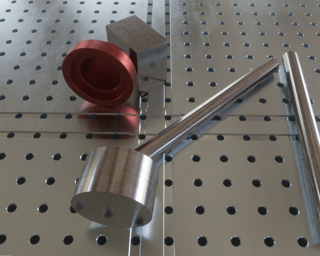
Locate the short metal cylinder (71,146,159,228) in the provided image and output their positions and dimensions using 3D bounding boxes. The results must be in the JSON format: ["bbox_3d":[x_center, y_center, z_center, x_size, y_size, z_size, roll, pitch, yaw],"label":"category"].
[{"bbox_3d":[-0.044,0.063,0.319,0.080,0.080,0.050,6,50,5],"label":"short metal cylinder"}]

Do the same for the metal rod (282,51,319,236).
[{"bbox_3d":[0.195,-0.002,0.411,0.025,0.025,0.300,5,50,4],"label":"metal rod"}]

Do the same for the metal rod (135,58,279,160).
[{"bbox_3d":[0.067,-0.025,0.429,0.302,0.025,0.025,-34,58,-26],"label":"metal rod"}]

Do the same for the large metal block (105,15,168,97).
[{"bbox_3d":[-0.034,-0.108,0.462,0.050,0.080,0.080,-30,56,-23],"label":"large metal block"}]

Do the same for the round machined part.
[{"bbox_3d":[-0.079,-0.079,0.426,0.099,0.097,0.042,9,48,7],"label":"round machined part"}]
